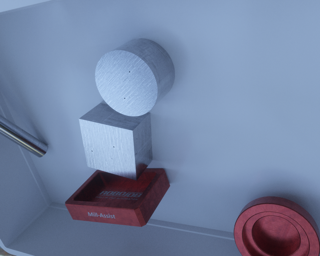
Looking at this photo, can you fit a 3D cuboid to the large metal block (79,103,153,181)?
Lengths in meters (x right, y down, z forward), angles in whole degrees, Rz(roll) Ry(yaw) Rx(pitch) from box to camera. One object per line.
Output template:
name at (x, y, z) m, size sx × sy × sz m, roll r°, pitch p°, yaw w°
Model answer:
large metal block at (-0.059, 0.018, 0.433) m, size 0.080 × 0.050 × 0.079 m, roll 12°, pitch 124°, yaw 21°

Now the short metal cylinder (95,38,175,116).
short metal cylinder at (-0.029, -0.061, 0.369) m, size 0.080 × 0.050 × 0.079 m, roll 13°, pitch 124°, yaw 20°

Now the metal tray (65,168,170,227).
metal tray at (-0.062, 0.098, 0.457) m, size 0.130 × 0.090 × 0.030 m, roll -4°, pitch 116°, yaw 30°

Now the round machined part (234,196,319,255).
round machined part at (0.147, 0.131, 0.390) m, size 0.098 × 0.042 × 0.097 m, roll 7°, pitch 105°, yaw 26°

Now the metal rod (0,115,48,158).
metal rod at (-0.284, -0.040, 0.444) m, size 0.025 × 0.025 × 0.300 m, roll -11°, pitch 141°, yaw 32°
